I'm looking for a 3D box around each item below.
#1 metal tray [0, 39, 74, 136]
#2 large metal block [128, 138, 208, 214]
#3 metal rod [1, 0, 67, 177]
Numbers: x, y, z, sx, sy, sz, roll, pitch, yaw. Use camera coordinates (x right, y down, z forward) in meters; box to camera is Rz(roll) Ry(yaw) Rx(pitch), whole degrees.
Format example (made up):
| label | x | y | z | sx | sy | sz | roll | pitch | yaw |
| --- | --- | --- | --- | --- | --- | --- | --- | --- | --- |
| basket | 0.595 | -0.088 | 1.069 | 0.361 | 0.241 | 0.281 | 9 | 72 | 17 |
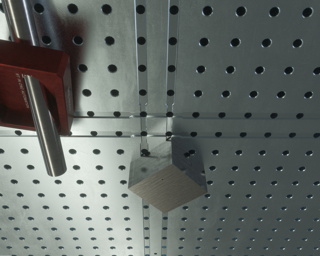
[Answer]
| label | x | y | z | sx | sy | sz | roll | pitch | yaw |
| --- | --- | --- | --- | --- | --- | --- | --- | --- | --- |
| metal tray | -0.147 | -0.039 | 0.344 | 0.091 | 0.030 | 0.129 | 9 | 150 | -8 |
| large metal block | 0.012 | 0.073 | 0.457 | 0.080 | 0.050 | 0.080 | -33 | 123 | 25 |
| metal rod | -0.136 | -0.070 | 0.325 | 0.025 | 0.025 | 0.298 | 0 | 123 | 0 |
